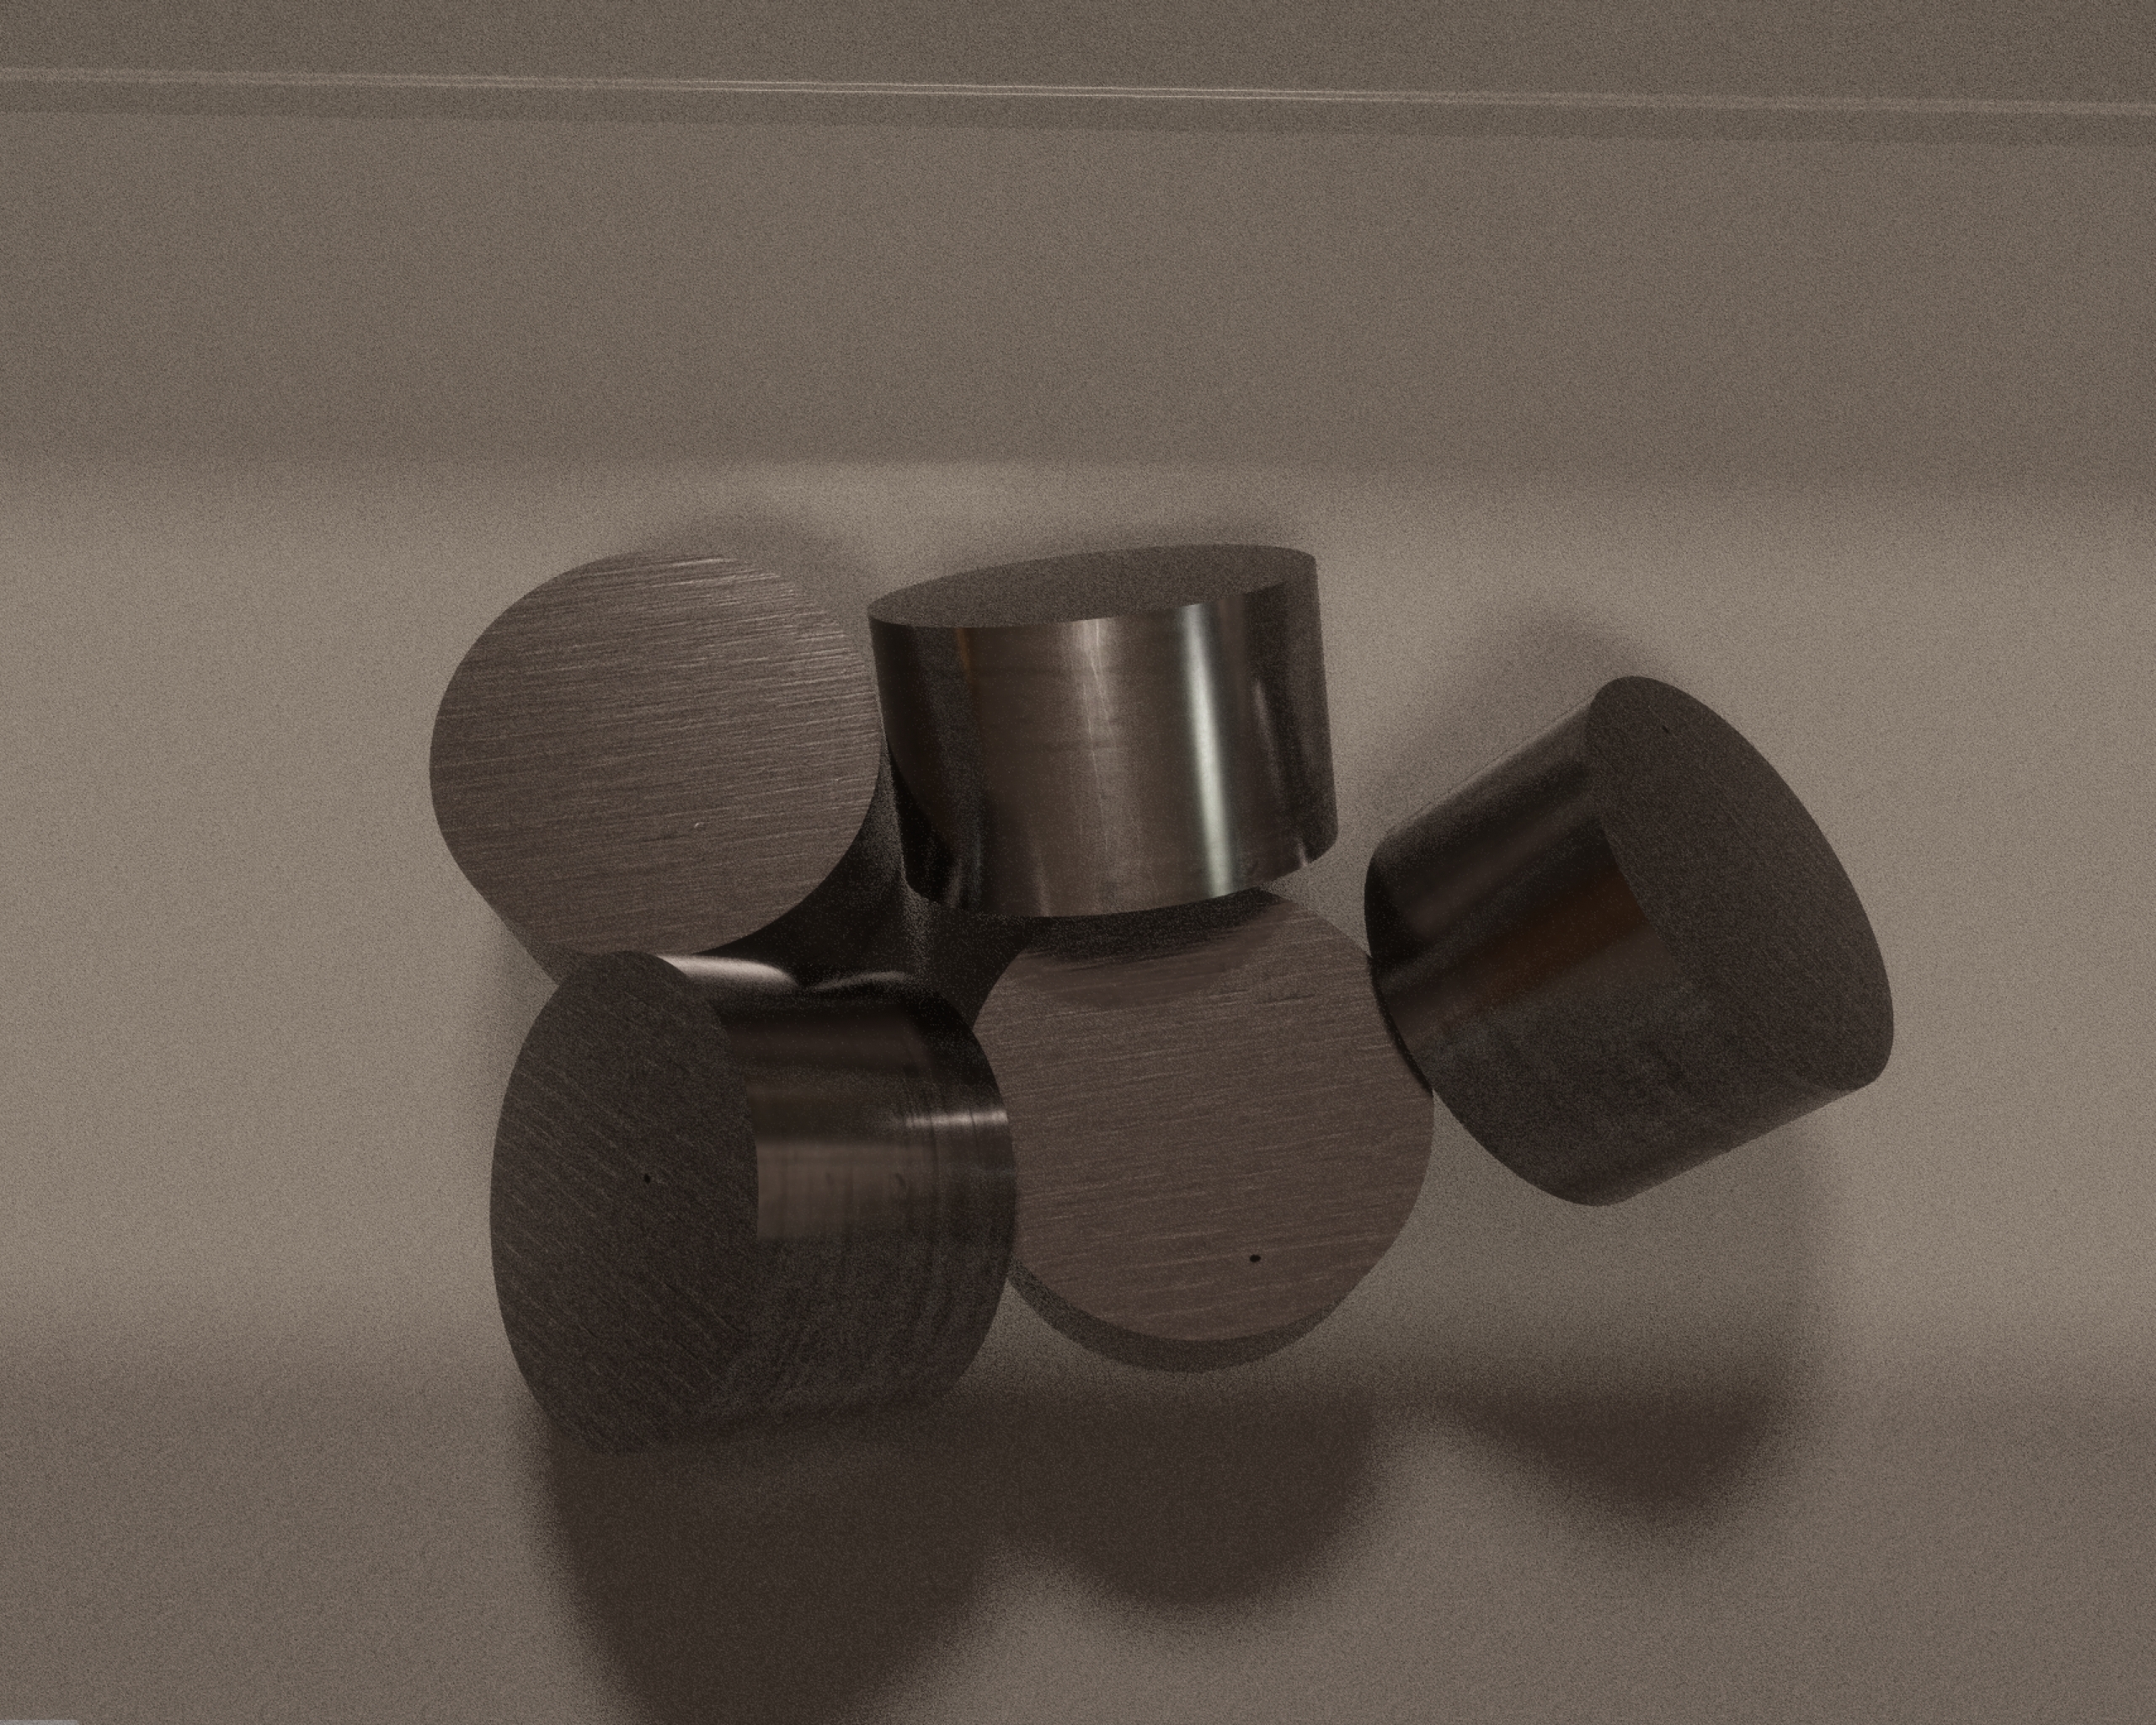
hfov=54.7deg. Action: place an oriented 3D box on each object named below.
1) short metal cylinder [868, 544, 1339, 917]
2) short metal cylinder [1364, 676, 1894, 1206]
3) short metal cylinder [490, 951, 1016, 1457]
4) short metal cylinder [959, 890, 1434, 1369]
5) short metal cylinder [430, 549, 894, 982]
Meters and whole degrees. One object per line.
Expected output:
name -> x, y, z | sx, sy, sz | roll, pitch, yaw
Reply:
short metal cylinder -> 0.005, -0.026, 0.381 | 0.081, 0.080, 0.050 | -8, 106, -3
short metal cylinder -> 0.097, 0.014, 0.369 | 0.080, 0.050, 0.080 | 27, 44, -30
short metal cylinder -> -0.056, 0.056, 0.351 | 0.050, 0.080, 0.080 | 7, 63, -43
short metal cylinder -> 0.020, 0.049, 0.377 | 0.081, 0.050, 0.080 | 0, 70, 0
short metal cylinder -> -0.076, -0.012, 0.397 | 0.081, 0.050, 0.080 | 0, 70, 0
